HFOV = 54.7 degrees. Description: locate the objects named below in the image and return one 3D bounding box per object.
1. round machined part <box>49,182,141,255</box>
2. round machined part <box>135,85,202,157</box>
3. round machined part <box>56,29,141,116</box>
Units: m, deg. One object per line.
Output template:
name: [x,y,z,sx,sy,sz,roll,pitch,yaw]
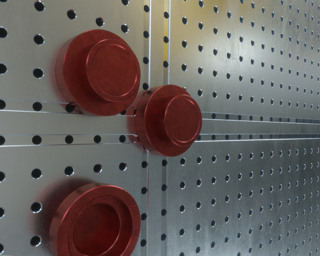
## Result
round machined part: [-0.073,0.108,0.339,0.099,0.042,0.097,0,90,-40]
round machined part: [0.019,-0.010,0.416,0.099,0.042,0.097,0,90,-40]
round machined part: [-0.061,-0.062,0.348,0.099,0.042,0.097,0,90,-40]
